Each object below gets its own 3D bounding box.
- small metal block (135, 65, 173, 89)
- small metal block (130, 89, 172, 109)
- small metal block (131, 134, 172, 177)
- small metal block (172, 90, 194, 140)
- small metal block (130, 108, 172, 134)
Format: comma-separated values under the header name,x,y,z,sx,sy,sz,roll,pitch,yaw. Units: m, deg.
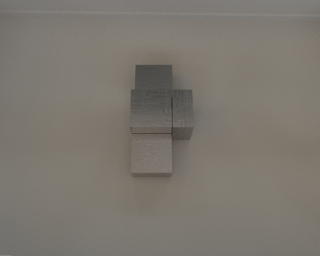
name,x,y,z,sx,sy,sz,roll,pitch,yaw
small metal block,-0.008,-0.059,0.429,0.050,0.025,0.050,0,70,0
small metal block,-0.011,-0.028,0.405,0.050,0.050,0.025,0,70,0
small metal block,-0.010,0.035,0.395,0.050,0.025,0.050,0,70,0
small metal block,0.028,-0.016,0.400,0.025,0.050,0.050,0,70,0
small metal block,-0.011,-0.005,0.396,0.050,0.050,0.025,0,70,0
